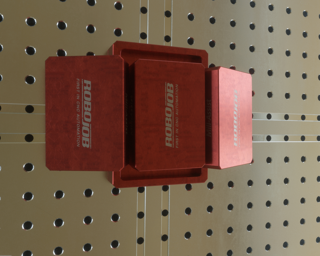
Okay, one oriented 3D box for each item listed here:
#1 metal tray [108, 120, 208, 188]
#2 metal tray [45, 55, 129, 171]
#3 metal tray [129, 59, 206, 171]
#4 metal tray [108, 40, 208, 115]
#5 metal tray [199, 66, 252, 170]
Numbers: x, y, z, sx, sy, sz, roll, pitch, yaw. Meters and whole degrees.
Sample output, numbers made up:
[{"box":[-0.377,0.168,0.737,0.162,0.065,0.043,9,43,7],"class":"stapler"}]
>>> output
[{"box":[-0.001,0.029,0.411,0.131,0.030,0.089,0,90,-21],"class":"metal tray"},{"box":[-0.084,-0.017,0.360,0.091,0.030,0.129,0,90,5],"class":"metal tray"},{"box":[0.009,-0.015,0.382,0.091,0.030,0.129,0,90,-21],"class":"metal tray"},{"box":[-0.001,-0.061,0.410,0.131,0.030,0.089,0,90,-21],"class":"metal tray"},{"box":[0.092,-0.013,0.425,0.091,0.030,0.129,-1,91,-47],"class":"metal tray"}]
